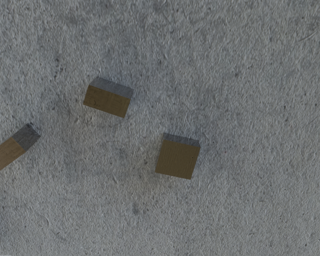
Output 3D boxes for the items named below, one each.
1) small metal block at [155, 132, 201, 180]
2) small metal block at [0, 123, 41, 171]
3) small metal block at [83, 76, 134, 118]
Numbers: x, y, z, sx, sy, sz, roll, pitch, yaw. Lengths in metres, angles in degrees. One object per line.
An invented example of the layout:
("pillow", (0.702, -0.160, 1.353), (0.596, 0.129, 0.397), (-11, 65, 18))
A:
("small metal block", (0.023, 0.039, 0.424), (0.050, 0.025, 0.050), (13, 110, -5))
("small metal block", (-0.192, 0.025, 0.404), (0.050, 0.050, 0.025), (-34, 107, 11))
("small metal block", (-0.061, -0.039, 0.381), (0.050, 0.050, 0.025), (19, 109, -7))
